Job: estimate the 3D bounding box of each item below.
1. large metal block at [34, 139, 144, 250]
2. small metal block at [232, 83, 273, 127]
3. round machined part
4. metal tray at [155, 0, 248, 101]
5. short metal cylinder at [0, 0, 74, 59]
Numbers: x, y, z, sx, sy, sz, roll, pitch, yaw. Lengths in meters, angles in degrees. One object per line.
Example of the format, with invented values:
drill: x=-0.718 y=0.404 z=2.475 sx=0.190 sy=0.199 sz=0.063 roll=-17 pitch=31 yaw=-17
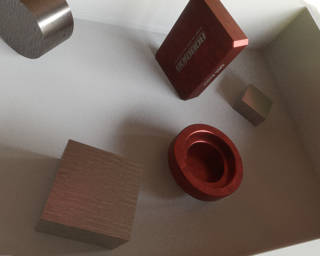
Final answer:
large metal block: x=-0.069 y=0.068 z=0.312 sx=0.080 sy=0.050 sz=0.080 roll=21 pitch=54 yaw=-17
small metal block: x=0.155 y=-0.039 z=0.515 sx=0.050 sy=0.025 sz=0.050 roll=38 pitch=51 yaw=-3
round machined part: x=0.053 y=0.047 z=0.397 sx=0.099 sy=0.042 sz=0.098 roll=14 pitch=56 yaw=-21
metal tray: x=0.051 y=-0.110 z=0.435 sx=0.030 sy=0.129 sz=0.090 roll=-20 pitch=73 yaw=-36
short metal cylinder: x=-0.152 y=-0.130 z=0.369 sx=0.080 sy=0.080 sz=0.050 roll=39 pitch=51 yaw=-2
